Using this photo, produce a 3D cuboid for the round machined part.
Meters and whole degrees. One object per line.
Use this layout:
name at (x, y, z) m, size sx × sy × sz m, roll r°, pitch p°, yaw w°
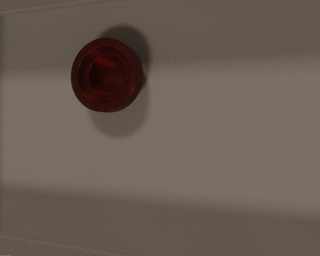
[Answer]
round machined part at (-0.068, -0.070, 0.424) m, size 0.098 × 0.042 × 0.097 m, roll 0°, pitch 90°, yaw 19°
